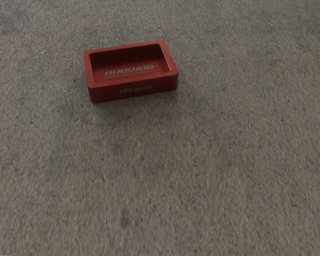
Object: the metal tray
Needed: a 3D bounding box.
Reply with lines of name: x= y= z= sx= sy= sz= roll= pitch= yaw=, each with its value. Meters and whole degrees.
metal tray: x=-0.046 y=-0.089 z=0.473 sx=0.131 sy=0.030 sz=0.090 roll=-11 pitch=51 yaw=-10
